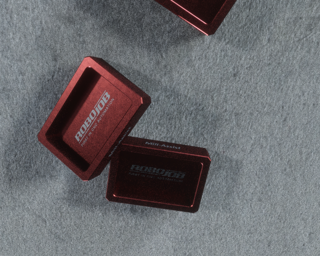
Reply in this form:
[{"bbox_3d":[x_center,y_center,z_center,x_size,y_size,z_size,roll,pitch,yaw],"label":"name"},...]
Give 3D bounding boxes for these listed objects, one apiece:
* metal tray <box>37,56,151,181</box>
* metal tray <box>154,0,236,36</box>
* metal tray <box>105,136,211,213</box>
[{"bbox_3d":[-0.083,-0.011,0.384,0.090,0.030,0.129,39,106,10],"label":"metal tray"},{"bbox_3d":[0.028,-0.175,0.342,0.131,0.030,0.090,30,107,-11],"label":"metal tray"},{"bbox_3d":[-0.004,0.065,0.430,0.131,0.030,0.089,9,110,-4],"label":"metal tray"}]
